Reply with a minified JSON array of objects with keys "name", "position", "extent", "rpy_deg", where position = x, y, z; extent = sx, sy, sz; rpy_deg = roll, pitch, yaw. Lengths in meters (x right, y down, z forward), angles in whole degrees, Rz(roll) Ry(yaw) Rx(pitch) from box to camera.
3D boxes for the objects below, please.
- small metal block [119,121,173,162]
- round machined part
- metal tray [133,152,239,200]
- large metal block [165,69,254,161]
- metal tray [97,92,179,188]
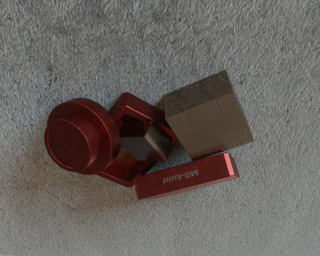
[{"name":"small metal block","position":[-0.020,0.017,0.393],"extent":[0.050,0.025,0.050],"rpy_deg":[-2,139,39]},{"name":"round machined part","position":[-0.102,0.015,0.382],"extent":[0.098,0.042,0.097],"rpy_deg":[9,113,22]},{"name":"metal tray","position":[0.040,0.070,0.435],"extent":[0.130,0.030,0.090],"rpy_deg":[-17,164,15]},{"name":"large metal block","position":[0.060,-0.013,0.382],"extent":[0.080,0.050,0.080],"rpy_deg":[-21,127,17]},{"name":"metal tray","position":[-0.044,0.022,0.423],"extent":[0.090,0.030,0.129],"rpy_deg":[28,125,-22]}]
